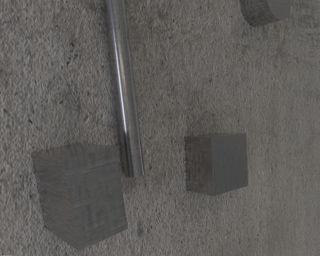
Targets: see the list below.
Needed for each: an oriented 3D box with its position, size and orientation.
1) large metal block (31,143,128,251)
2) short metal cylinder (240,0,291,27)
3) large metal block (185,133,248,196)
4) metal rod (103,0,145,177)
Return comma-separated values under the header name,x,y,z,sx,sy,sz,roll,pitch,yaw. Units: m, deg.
name,x,y,z,sx,sy,sz,roll,pitch,yaw
large metal block,-0.080,0.060,0.302,0.050,0.080,0.079,-13,99,-39
short metal cylinder,0.185,-0.223,0.543,0.081,0.050,0.080,0,90,-40
large metal block,0.084,0.050,0.459,0.081,0.050,0.079,-4,93,-40
metal rod,-0.047,-0.091,0.364,0.025,0.025,0.298,-11,97,-40
